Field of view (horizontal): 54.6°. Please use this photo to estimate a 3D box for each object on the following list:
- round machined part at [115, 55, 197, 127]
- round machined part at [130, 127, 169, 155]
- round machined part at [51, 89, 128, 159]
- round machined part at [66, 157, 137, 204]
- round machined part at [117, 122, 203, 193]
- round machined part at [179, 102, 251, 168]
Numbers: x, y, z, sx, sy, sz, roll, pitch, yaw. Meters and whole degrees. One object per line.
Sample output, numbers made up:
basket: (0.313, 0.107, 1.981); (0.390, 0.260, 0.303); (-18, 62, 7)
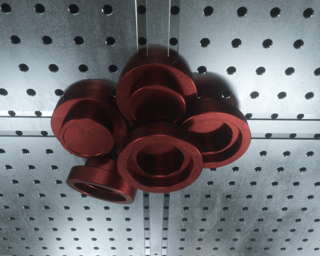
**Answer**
round machined part: (-0.004, -0.034, 0.372); (0.099, 0.042, 0.097); (0, 130, 0)
round machined part: (-0.004, 0.041, 0.435); (0.099, 0.042, 0.097); (0, 130, 0)
round machined part: (-0.091, 0.002, 0.401); (0.099, 0.042, 0.097); (0, 130, 0)
round machined part: (-0.079, 0.073, 0.444); (0.098, 0.042, 0.098); (12, 154, 6)
round machined part: (0.000, 0.031, 0.370); (0.099, 0.042, 0.097); (0, 130, 0)
round machined part: (0.064, 0.005, 0.404); (0.099, 0.042, 0.097); (0, 130, 0)
